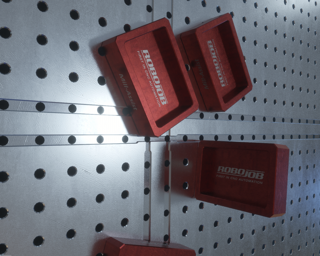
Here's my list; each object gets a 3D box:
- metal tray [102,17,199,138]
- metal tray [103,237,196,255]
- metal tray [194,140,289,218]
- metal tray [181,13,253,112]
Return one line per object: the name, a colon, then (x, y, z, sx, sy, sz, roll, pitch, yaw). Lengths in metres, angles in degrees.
metal tray: (-0.007, -0.064, 0.398, 0.091, 0.030, 0.129, -35, 111, -34)
metal tray: (-0.016, 0.193, 0.392, 0.131, 0.030, 0.090, 22, 76, -38)
metal tray: (0.108, 0.065, 0.430, 0.030, 0.130, 0.090, 8, 85, -40)
metal tray: (0.092, -0.100, 0.480, 0.091, 0.030, 0.130, -36, 112, -34)
